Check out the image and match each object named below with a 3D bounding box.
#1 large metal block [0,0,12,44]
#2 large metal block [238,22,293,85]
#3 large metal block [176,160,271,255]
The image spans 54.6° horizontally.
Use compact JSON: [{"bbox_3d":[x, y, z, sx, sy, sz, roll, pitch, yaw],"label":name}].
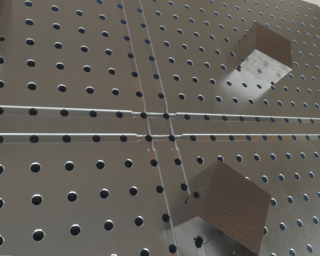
[{"bbox_3d":[-0.224,-0.151,0.363,0.081,0.050,0.080,11,57,-23],"label":"large metal block"},{"bbox_3d":[0.197,-0.139,0.582,0.080,0.050,0.080,24,53,-14],"label":"large metal block"},{"bbox_3d":[0.078,0.099,0.373,0.080,0.050,0.080,34,51,-6],"label":"large metal block"}]
